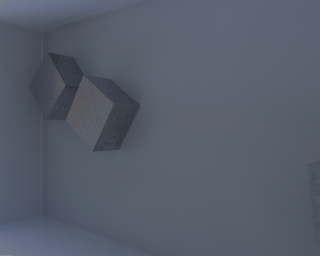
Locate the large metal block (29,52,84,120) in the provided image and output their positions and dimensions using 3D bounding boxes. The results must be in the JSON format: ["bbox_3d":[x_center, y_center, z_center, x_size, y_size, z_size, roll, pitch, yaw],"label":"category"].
[{"bbox_3d":[-0.173,-0.070,0.534,0.080,0.050,0.080,-49,61,29],"label":"large metal block"}]

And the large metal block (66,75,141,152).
[{"bbox_3d":[-0.087,-0.022,0.463,0.080,0.050,0.080,42,115,32],"label":"large metal block"}]

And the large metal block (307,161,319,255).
[{"bbox_3d":[0.157,0.064,0.241,0.050,0.081,0.080,-7,86,40],"label":"large metal block"}]
